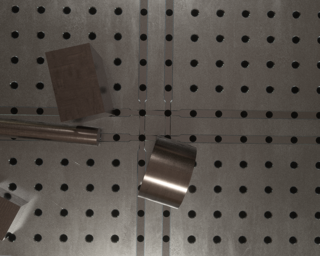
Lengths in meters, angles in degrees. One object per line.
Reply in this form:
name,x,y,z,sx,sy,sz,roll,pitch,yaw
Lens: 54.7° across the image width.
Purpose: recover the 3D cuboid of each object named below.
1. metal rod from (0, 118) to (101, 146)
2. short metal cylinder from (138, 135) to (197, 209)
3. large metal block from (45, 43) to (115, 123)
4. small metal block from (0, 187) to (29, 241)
metal rod,-0.232,-0.003,0.410,0.302,0.025,0.025,6,90,-1
short metal cylinder,0.009,0.054,0.386,0.050,0.080,0.080,18,90,-1
large metal block,-0.095,-0.051,0.385,0.050,0.080,0.080,-13,90,0
small metal block,-0.213,0.112,0.411,0.050,0.025,0.050,28,90,-1
